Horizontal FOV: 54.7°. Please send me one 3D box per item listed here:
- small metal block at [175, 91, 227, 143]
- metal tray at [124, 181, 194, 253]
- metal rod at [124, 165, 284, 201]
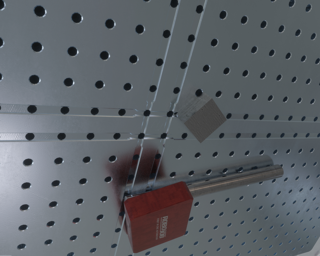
[{"bbox_3d":[0.058,-0.015,0.434,0.050,0.025,0.050,-42,130,1],"label":"small metal block"},{"bbox_3d":[-0.003,0.137,0.465,0.091,0.030,0.129,-15,142,-15],"label":"metal tray"},{"bbox_3d":[0.087,0.097,0.518,0.303,0.025,0.025,-7,122,-25],"label":"metal rod"}]
